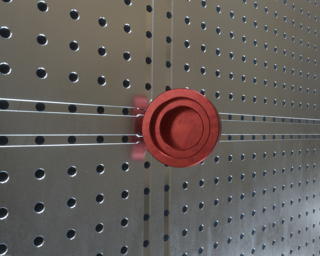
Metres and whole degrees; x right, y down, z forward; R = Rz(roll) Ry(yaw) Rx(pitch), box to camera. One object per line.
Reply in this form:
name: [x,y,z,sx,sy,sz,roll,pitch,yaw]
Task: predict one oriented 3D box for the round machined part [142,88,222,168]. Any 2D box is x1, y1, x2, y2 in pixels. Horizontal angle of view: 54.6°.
round machined part: [0.030,0.001,0.398,0.042,0.098,0.098,8,84,-71]
